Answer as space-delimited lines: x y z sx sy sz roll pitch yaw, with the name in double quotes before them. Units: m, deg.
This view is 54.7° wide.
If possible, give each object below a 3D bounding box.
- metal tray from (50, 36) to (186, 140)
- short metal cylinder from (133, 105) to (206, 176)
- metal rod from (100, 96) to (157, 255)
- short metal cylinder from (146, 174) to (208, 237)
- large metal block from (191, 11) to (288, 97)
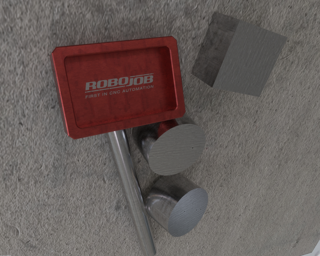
"metal tray" -0.041 -0.046 0.332 0.131 0.030 0.089 -12 101 -22
"short metal cylinder" 0.011 0.015 0.402 0.081 0.050 0.079 -17 130 -20
"metal rod" -0.039 0.089 0.440 0.025 0.025 0.298 -22 127 -16
"short metal cylinder" 0.026 0.113 0.462 0.081 0.050 0.079 -22 125 -34
"large metal block" 0.098 -0.090 0.388 0.081 0.050 0.079 6 116 -31
